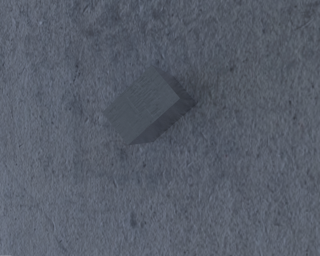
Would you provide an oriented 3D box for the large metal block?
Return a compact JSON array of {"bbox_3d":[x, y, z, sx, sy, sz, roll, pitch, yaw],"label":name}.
[{"bbox_3d":[-0.009,-0.025,0.382,0.080,0.080,0.050,-42,77,15],"label":"large metal block"}]
